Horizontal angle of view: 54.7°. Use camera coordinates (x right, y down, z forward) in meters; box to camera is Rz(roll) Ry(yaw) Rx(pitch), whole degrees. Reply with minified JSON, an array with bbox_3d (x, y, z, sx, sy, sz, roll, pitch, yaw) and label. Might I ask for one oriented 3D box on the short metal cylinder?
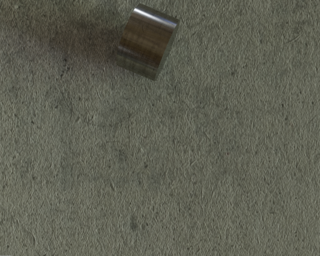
[{"bbox_3d":[-0.014,-0.104,0.382,0.050,0.080,0.080,23,90,0],"label":"short metal cylinder"}]
